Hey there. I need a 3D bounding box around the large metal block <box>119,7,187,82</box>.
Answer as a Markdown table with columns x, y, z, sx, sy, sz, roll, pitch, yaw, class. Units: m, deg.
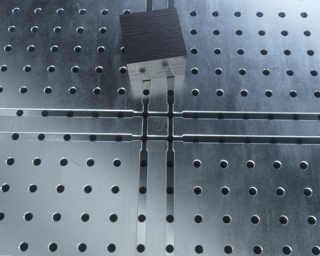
| x | y | z | sx | sy | sz | roll | pitch | yaw | class |
| --- | --- | --- | --- | --- | --- | --- | --- | --- | --- |
| -0.010 | -0.118 | 0.441 | 0.080 | 0.050 | 0.080 | -9 | 70 | -3 | large metal block |
